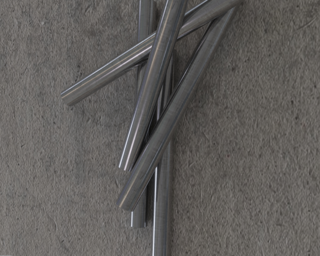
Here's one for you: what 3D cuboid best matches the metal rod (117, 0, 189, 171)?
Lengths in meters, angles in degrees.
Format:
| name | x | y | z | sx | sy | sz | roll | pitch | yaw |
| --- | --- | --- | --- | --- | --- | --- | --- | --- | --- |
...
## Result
| name | x | y | z | sx | sy | sz | roll | pitch | yaw |
| --- | --- | --- | --- | --- | --- | --- | --- | --- | --- |
| metal rod | 0.002 | -0.086 | 0.356 | 0.025 | 0.025 | 0.298 | 23 | 107 | 18 |

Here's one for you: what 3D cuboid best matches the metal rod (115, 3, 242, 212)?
| name | x | y | z | sx | sy | sz | roll | pitch | yaw |
| --- | --- | --- | --- | --- | --- | --- | --- | --- | --- |
| metal rod | 0.025 | -0.036 | 0.379 | 0.025 | 0.025 | 0.299 | 28 | 91 | 18 |

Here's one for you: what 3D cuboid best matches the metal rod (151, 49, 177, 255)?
| name | x | y | z | sx | sy | sz | roll | pitch | yaw |
| --- | --- | --- | --- | --- | --- | --- | --- | --- | --- |
| metal rod | 0.005 | 0.048 | 0.407 | 0.025 | 0.025 | 0.298 | 2 | 91 | 20 |

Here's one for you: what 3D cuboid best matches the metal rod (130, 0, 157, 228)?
| name | x | y | z | sx | sy | sz | roll | pitch | yaw |
| --- | --- | --- | --- | --- | --- | --- | --- | --- | --- |
| metal rod | -0.023 | -0.018 | 0.416 | 0.025 | 0.025 | 0.298 | 3 | 91 | 20 |

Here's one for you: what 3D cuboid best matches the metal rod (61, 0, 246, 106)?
| name | x | y | z | sx | sy | sz | roll | pitch | yaw |
| --- | --- | --- | --- | --- | --- | --- | --- | --- | --- |
| metal rod | -0.003 | -0.106 | 0.381 | 0.300 | 0.025 | 0.025 | -27 | 81 | 19 |
